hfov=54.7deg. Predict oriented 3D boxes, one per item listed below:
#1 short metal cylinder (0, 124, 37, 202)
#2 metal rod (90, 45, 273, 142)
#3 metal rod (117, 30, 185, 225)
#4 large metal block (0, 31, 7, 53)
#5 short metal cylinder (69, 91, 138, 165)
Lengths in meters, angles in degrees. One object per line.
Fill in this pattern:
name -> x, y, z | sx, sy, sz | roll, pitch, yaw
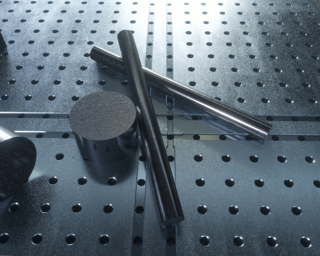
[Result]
short metal cylinder -> -0.186, 0.036, 0.340 | 0.050, 0.080, 0.080 | 24, 54, 19
metal rod -> 0.017, -0.059, 0.456 | 0.300, 0.025, 0.025 | 28, 55, 21
metal rod -> -0.020, -0.023, 0.406 | 0.025, 0.025, 0.299 | -10, 57, -9
large metal block -> -0.317, -0.137, 0.504 | 0.080, 0.050, 0.080 | 11, 51, 9
short metal cylinder -> -0.069, -0.001, 0.392 | 0.080, 0.050, 0.080 | 0, 50, 0
